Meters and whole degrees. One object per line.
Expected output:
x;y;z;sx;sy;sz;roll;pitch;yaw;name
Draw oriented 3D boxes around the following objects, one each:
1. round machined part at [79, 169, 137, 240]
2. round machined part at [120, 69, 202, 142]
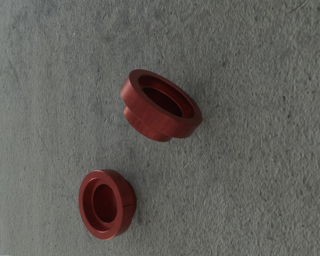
-0.073;0.109;0.454;0.098;0.042;0.097;0;90;40;round machined part
-0.003;-0.022;0.360;0.098;0.099;0.042;51;120;27;round machined part
